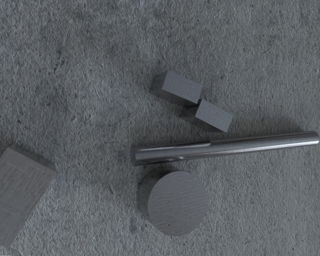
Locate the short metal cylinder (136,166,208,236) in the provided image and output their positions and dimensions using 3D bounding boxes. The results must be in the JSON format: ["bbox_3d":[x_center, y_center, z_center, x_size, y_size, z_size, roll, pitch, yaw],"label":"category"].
[{"bbox_3d":[0.015,0.092,0.402,0.081,0.050,0.079,0,90,-21],"label":"short metal cylinder"}]

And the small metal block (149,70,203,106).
[{"bbox_3d":[0.020,-0.050,0.404,0.050,0.050,0.025,21,83,-19],"label":"small metal block"}]

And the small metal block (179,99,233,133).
[{"bbox_3d":[0.061,-0.016,0.420,0.050,0.050,0.025,26,82,-19],"label":"small metal block"}]

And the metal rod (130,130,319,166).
[{"bbox_3d":[0.107,0.027,0.450,0.303,0.025,0.025,-4,92,-20],"label":"metal rod"}]

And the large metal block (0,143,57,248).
[{"bbox_3d":[-0.154,0.064,0.323,0.050,0.080,0.080,33,79,-18],"label":"large metal block"}]
